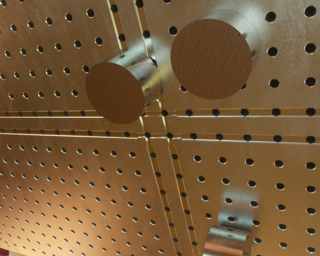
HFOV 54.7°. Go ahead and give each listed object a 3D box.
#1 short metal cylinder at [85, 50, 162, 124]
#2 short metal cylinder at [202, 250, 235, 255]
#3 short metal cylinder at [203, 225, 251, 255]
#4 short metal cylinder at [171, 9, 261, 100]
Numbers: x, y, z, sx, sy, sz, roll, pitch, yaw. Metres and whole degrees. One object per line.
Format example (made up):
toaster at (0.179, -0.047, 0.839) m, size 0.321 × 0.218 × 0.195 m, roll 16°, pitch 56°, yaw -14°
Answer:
short metal cylinder at (-0.044, -0.051, 0.385) m, size 0.080 × 0.050 × 0.079 m, roll 13°, pitch 124°, yaw 20°
short metal cylinder at (0.097, 0.244, 0.494) m, size 0.080 × 0.050 × 0.079 m, roll 13°, pitch 124°, yaw 20°
short metal cylinder at (0.096, 0.183, 0.437) m, size 0.050 × 0.080 × 0.079 m, roll 4°, pitch 120°, yaw 26°
short metal cylinder at (0.058, -0.076, 0.317) m, size 0.080 × 0.050 × 0.079 m, roll 13°, pitch 124°, yaw 20°
